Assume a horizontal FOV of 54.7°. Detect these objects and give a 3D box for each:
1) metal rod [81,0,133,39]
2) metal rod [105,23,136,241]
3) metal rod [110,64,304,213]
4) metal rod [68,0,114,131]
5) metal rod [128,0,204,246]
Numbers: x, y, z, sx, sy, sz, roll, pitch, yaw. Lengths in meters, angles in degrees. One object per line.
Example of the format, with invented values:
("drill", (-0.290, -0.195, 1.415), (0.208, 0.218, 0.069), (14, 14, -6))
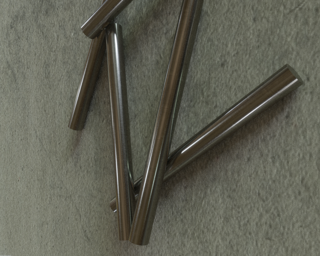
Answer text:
("metal rod", (0.004, -0.214, 0.383), (0.299, 0.025, 0.025), (-34, 69, 29))
("metal rod", (-0.055, -0.004, 0.426), (0.025, 0.025, 0.299), (-16, 73, 38))
("metal rod", (0.033, 0.031, 0.375), (0.299, 0.025, 0.025), (-41, 66, 32))
("metal rod", (-0.093, -0.136, 0.479), (0.025, 0.025, 0.298), (31, 109, 35))
("metal rod", (0.007, -0.009, 0.372), (0.025, 0.025, 0.298), (13, 91, 39))
